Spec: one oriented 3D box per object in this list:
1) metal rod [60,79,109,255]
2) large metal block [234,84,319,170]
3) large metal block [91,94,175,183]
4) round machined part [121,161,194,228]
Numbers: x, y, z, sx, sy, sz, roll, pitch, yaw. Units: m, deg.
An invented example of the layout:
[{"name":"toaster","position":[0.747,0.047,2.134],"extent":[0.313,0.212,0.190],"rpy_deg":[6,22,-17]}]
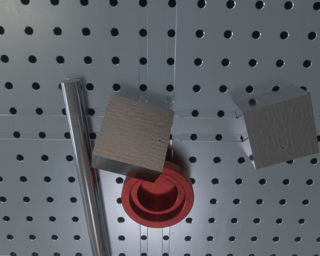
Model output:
[{"name":"metal rod","position":[-0.102,0.080,0.441],"extent":[0.025,0.025,0.298],"rpy_deg":[-4,110,1]},{"name":"large metal block","position":[0.149,-0.002,0.401],"extent":[0.080,0.050,0.080],"rpy_deg":[-16,110,6]},{"name":"large metal block","position":[-0.033,0.014,0.383],"extent":[0.080,0.080,0.050],"rpy_deg":[15,154,-6]},{"name":"round machined part","position":[-0.003,0.088,0.437],"extent":[0.099,0.042,0.097],"rpy_deg":[0,110,0]}]
